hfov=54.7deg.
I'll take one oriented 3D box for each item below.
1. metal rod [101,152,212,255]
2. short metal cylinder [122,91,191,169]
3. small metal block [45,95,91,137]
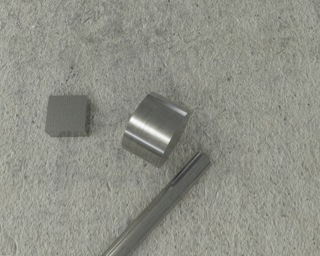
[{"bbox_3d":[-0.047,0.142,0.355,0.025,0.025,0.301,41,75,13],"label":"metal rod"},{"bbox_3d":[-0.003,0.002,0.378,0.050,0.080,0.080,29,73,10],"label":"short metal cylinder"},{"bbox_3d":[-0.121,-0.015,0.413,0.050,0.025,0.050,-1,70,-1],"label":"small metal block"}]
